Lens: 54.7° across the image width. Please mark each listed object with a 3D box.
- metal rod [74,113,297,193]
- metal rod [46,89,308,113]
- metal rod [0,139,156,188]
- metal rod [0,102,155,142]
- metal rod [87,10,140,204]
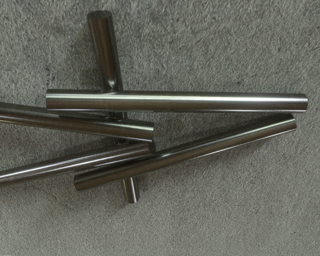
[{"bbox_3d":[0.030,0.035,0.418,0.301,0.025,0.025,-17,129,5],"label":"metal rod"},{"bbox_3d":[0.027,-0.030,0.362,0.302,0.025,0.025,0,131,-9],"label":"metal rod"},{"bbox_3d":[-0.150,0.056,0.436,0.301,0.025,0.025,-13,129,18],"label":"metal rod"},{"bbox_3d":[-0.158,-0.015,0.375,0.302,0.025,0.025,8,130,0],"label":"metal rod"},{"bbox_3d":[-0.053,-0.001,0.407,0.025,0.025,0.298,-3,130,2],"label":"metal rod"}]
